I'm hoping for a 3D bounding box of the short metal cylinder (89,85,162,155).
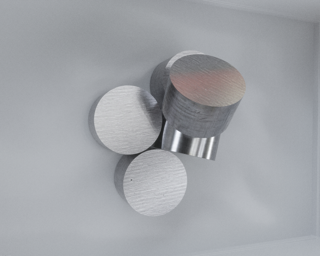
[{"bbox_3d":[-0.044,-0.009,0.379,0.081,0.050,0.079,0,90,-21],"label":"short metal cylinder"}]

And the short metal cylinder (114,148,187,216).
[{"bbox_3d":[-0.013,0.065,0.391,0.081,0.050,0.079,0,90,-21],"label":"short metal cylinder"}]

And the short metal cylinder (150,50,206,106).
[{"bbox_3d":[0.033,-0.057,0.409,0.081,0.050,0.079,0,90,-21],"label":"short metal cylinder"}]

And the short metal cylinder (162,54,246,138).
[{"bbox_3d":[0.046,-0.036,0.339,0.081,0.050,0.080,6,50,-7],"label":"short metal cylinder"}]

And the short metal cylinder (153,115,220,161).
[{"bbox_3d":[0.035,0.009,0.394,0.081,0.080,0.050,14,85,-20],"label":"short metal cylinder"}]
